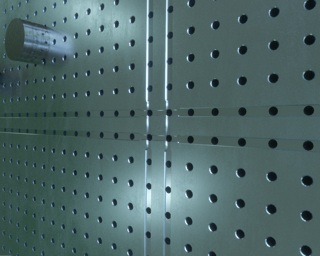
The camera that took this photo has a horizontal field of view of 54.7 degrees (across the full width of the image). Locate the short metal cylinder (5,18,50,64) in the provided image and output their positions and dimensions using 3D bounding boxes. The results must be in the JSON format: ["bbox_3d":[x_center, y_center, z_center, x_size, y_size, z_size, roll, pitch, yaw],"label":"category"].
[{"bbox_3d":[-0.261,-0.169,0.609,0.080,0.050,0.079,0,90,40],"label":"short metal cylinder"}]
